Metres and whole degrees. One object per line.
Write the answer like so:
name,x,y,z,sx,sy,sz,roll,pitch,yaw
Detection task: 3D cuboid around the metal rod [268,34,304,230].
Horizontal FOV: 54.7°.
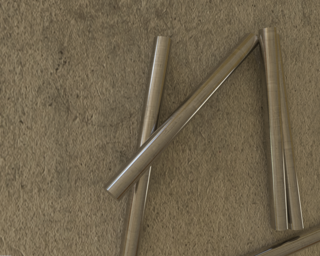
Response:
metal rod,0.191,0.008,0.478,0.025,0.025,0.298,-10,94,-20

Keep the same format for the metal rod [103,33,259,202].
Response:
metal rod,0.040,-0.027,0.404,0.025,0.025,0.301,48,68,-14

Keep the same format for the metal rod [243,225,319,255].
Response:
metal rod,0.168,0.192,0.470,0.302,0.025,0.025,-12,94,-20

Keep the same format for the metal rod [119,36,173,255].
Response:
metal rod,-0.019,0.030,0.401,0.025,0.025,0.298,10,87,-20

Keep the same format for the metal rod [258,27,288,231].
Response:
metal rod,0.169,0.005,0.461,0.025,0.025,0.298,-8,96,-20
